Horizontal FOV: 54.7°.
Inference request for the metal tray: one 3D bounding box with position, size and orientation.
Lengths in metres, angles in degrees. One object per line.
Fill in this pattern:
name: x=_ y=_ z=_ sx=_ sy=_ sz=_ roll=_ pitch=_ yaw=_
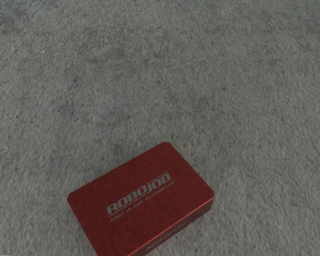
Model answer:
metal tray: x=-0.019 y=0.079 z=0.333 sx=0.131 sy=0.030 sz=0.090 roll=-28 pitch=56 yaw=-22
